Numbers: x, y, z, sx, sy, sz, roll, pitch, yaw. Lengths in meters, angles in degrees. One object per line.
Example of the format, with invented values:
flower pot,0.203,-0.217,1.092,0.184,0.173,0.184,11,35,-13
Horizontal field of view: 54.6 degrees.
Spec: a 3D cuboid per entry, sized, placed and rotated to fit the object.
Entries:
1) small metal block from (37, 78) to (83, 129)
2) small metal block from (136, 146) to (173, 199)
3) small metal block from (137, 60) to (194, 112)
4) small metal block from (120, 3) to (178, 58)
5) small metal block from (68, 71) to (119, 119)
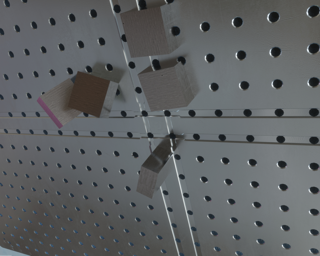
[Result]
small metal block,-0.137,-0.035,0.443,0.050,0.050,0.025,54,150,-10
small metal block,-0.007,0.062,0.438,0.025,0.050,0.050,23,127,14
small metal block,0.007,-0.050,0.377,0.050,0.025,0.050,-6,115,31
small metal block,-0.012,-0.109,0.350,0.050,0.025,0.050,1,119,27
small metal block,-0.090,-0.044,0.418,0.050,0.025,0.050,19,95,17
